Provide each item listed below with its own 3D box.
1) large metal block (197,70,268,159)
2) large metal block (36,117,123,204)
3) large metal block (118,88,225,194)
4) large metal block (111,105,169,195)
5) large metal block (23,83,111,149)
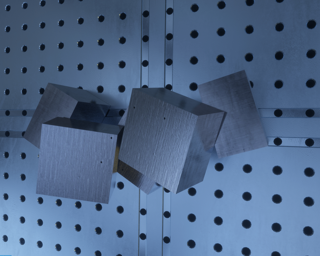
[{"bbox_3d":[0.086,-0.014,0.352,0.050,0.080,0.080,-17,85,19],"label":"large metal block"},{"bbox_3d":[-0.091,0.035,0.360,0.081,0.050,0.079,9,100,-2],"label":"large metal block"},{"bbox_3d":[0.009,0.008,0.321,0.080,0.050,0.079,26,112,33],"label":"large metal block"},{"bbox_3d":[-0.018,0.026,0.404,0.080,0.050,0.080,34,101,16],"label":"large metal block"},{"bbox_3d":[-0.125,-0.010,0.425,0.050,0.080,0.080,31,100,17],"label":"large metal block"}]
